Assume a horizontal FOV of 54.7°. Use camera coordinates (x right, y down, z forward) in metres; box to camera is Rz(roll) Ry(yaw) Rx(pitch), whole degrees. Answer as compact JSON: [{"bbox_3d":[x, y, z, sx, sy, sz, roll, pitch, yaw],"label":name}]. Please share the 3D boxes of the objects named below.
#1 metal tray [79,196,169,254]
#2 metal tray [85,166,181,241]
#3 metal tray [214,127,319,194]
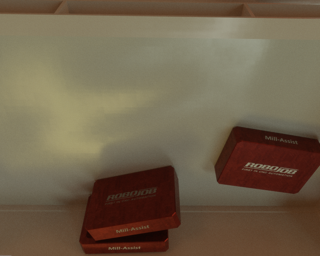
[{"bbox_3d":[-0.053,0.148,0.491,0.131,0.090,0.030,-2,130,1],"label":"metal tray"},{"bbox_3d":[-0.038,0.110,0.458,0.131,0.090,0.030,-12,129,10],"label":"metal tray"},{"bbox_3d":[0.156,0.050,0.449,0.131,0.030,0.089,9,130,-8],"label":"metal tray"}]
